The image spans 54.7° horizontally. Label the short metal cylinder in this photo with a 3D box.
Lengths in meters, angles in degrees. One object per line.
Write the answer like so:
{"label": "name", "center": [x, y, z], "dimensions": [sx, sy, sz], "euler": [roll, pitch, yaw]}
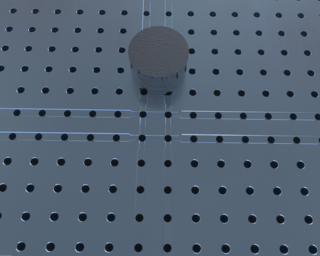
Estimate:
{"label": "short metal cylinder", "center": [-0.002, -0.094, 0.433], "dimensions": [0.081, 0.050, 0.080], "euler": [0, 70, 0]}
